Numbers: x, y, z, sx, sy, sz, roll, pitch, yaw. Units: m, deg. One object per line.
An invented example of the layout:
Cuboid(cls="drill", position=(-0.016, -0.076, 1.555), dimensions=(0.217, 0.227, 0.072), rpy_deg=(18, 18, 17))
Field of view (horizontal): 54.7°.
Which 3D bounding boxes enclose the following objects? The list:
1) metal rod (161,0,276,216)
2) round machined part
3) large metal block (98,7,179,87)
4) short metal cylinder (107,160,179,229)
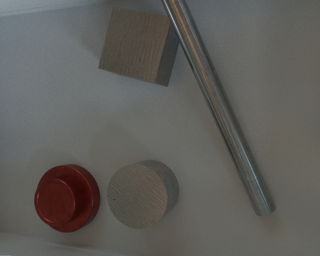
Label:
Cuboid(cls="metal rod", position=(0.064, -0.038, 0.359), dimensions=(0.025, 0.025, 0.299), rpy_deg=(-23, 93, 18))
Cuboid(cls="round machined part", position=(-0.141, 0.104, 0.450), dimensions=(0.098, 0.042, 0.097), rpy_deg=(0, 90, 19))
Cuboid(cls="large metal block", position=(-0.024, -0.104, 0.405), dimensions=(0.080, 0.050, 0.079), rpy_deg=(17, 96, 19))
Cuboid(cls="short metal cylinder", position=(-0.021, 0.084, 0.404), dimensions=(0.080, 0.050, 0.079), rpy_deg=(0, 90, 19))
